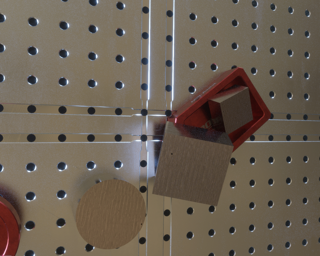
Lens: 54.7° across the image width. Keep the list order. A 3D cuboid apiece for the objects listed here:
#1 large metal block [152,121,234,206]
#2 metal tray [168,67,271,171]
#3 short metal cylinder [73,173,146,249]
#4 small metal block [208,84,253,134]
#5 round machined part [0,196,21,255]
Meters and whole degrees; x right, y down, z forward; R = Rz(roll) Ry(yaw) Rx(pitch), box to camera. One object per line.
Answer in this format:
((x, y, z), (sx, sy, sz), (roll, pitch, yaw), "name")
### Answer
((0.039, 0.043, 0.389), (0.080, 0.050, 0.079), (11, 107, -1), "large metal block")
((0.086, -0.014, 0.441), (0.131, 0.030, 0.090), (-39, 103, -16), "metal tray")
((-0.063, 0.098, 0.376), (0.081, 0.050, 0.079), (0, 90, -20), "short metal cylinder")
((0.098, -0.026, 0.425), (0.050, 0.025, 0.050), (-28, 119, -21), "small metal block")
((-0.202, 0.114, 0.329), (0.099, 0.042, 0.097), (0, 90, -20), "round machined part")
